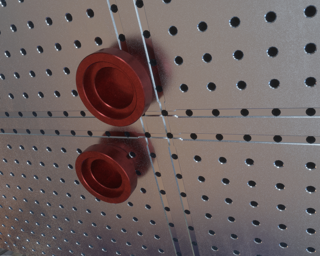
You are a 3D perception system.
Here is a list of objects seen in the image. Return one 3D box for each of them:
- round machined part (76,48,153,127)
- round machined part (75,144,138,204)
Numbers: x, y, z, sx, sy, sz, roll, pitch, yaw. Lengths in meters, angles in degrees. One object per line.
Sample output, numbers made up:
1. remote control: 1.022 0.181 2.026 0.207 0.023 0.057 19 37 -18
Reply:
1. round machined part: -0.054 -0.054 0.394 0.098 0.042 0.097 13 124 20
2. round machined part: -0.078 0.066 0.480 0.098 0.042 0.097 13 124 20
